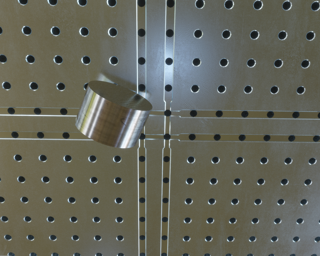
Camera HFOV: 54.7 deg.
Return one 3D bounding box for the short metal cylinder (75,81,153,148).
[{"bbox_3d":[-0.056,-0.018,0.377,0.080,0.080,0.050,21,109,-8],"label":"short metal cylinder"}]
